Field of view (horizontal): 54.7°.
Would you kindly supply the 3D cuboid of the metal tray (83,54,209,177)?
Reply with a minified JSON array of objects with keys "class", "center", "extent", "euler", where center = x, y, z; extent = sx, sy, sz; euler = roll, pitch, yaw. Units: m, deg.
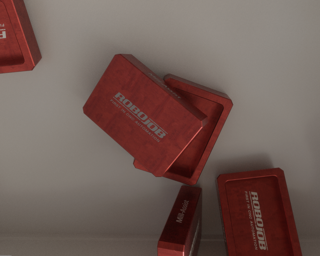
[{"class":"metal tray","center":[-0.020,-0.016,0.373],"extent":[0.130,0.030,0.090],"euler":[40,112,9]}]

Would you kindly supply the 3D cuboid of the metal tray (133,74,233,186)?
[{"class":"metal tray","center":[0.028,0.004,0.410],"extent":[0.091,0.030,0.129],"euler":[19,109,-7]}]

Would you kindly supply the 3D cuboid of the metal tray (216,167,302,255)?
[{"class":"metal tray","center":[0.130,0.124,0.417],"extent":[0.091,0.030,0.129],"euler":[-7,74,2]}]

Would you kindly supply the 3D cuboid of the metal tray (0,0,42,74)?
[{"class":"metal tray","center":[-0.216,-0.107,0.356],"extent":[0.131,0.030,0.089],"euler":[-5,124,1]}]

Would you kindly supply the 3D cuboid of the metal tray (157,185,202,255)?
[{"class":"metal tray","center":[0.030,0.147,0.408],"extent":[0.030,0.130,0.089],"euler":[4,111,16]}]
